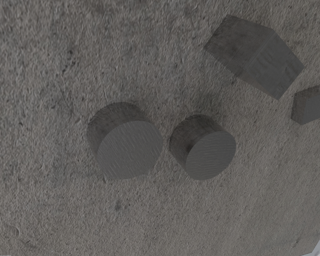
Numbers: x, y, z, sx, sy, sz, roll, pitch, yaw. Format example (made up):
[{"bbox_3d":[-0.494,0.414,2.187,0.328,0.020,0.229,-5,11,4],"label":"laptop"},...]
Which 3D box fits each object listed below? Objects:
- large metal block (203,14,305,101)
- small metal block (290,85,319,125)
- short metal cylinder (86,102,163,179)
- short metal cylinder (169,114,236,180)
[{"bbox_3d":[0.114,-0.087,0.380,0.080,0.080,0.050,28,103,-38],"label":"large metal block"},{"bbox_3d":[0.252,-0.039,0.521,0.050,0.025,0.050,-19,126,-18],"label":"small metal block"},{"bbox_3d":[-0.043,0.015,0.376,0.081,0.050,0.079,-14,124,-21],"label":"short metal cylinder"},{"bbox_3d":[0.060,0.027,0.440,0.081,0.050,0.079,-14,124,-21],"label":"short metal cylinder"}]
